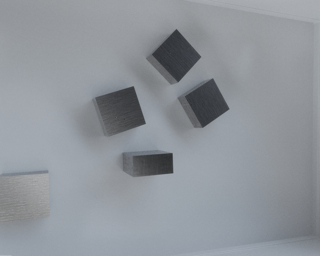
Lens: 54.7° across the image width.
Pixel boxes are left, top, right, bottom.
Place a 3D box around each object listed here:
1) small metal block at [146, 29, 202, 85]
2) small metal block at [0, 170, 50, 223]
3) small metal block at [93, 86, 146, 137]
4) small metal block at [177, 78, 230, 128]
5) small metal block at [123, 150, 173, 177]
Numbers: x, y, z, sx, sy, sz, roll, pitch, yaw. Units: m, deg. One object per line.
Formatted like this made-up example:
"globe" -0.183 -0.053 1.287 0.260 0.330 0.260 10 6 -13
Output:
"small metal block" 0.019 -0.095 0.418 0.050 0.025 0.050 45 76 -15
"small metal block" -0.154 0.077 0.354 0.050 0.025 0.050 -2 91 -20
"small metal block" -0.052 -0.021 0.392 0.050 0.025 0.050 -20 97 -19
"small metal block" 0.061 -0.034 0.434 0.050 0.025 0.050 -34 101 -17
"small metal block" -0.016 0.044 0.392 0.050 0.050 0.025 -2 91 -20
